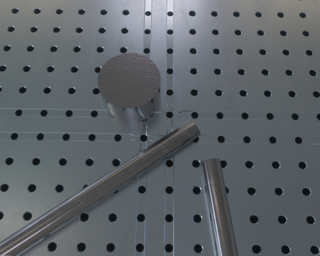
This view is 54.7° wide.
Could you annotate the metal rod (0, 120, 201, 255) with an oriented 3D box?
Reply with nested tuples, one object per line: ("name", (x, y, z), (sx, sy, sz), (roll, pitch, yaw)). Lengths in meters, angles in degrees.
("metal rod", (-0.078, 0.079, 0.382), (0.301, 0.025, 0.025), (-32, 73, -11))

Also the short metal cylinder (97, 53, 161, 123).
("short metal cylinder", (-0.039, -0.053, 0.418), (0.081, 0.050, 0.080), (0, 70, 0))

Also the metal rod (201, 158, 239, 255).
("metal rod", (0.082, 0.182, 0.345), (0.025, 0.025, 0.299), (-6, 70, -3))
